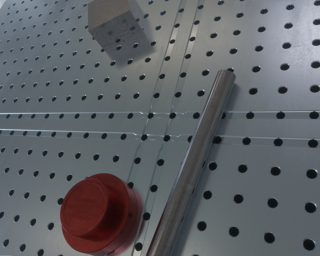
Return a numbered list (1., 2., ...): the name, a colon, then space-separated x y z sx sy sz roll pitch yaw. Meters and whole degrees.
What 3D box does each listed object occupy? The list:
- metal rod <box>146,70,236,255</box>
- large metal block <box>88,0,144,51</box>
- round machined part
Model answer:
1. metal rod: 0.031 0.061 0.354 0.025 0.025 0.300 11 67 32
2. large metal block: -0.081 -0.199 0.557 0.080 0.050 0.080 -21 54 15
3. round machined part: -0.081 0.101 0.378 0.098 0.042 0.098 -13 56 21
